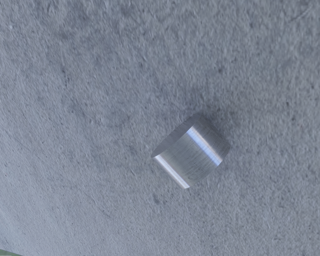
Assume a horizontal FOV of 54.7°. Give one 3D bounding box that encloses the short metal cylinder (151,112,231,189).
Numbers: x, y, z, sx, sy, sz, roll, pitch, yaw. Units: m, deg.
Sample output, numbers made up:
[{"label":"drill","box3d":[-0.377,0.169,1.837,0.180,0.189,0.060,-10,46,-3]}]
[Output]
[{"label":"short metal cylinder","box3d":[0.036,0.026,0.367,0.050,0.080,0.080,48,129,-6]}]
